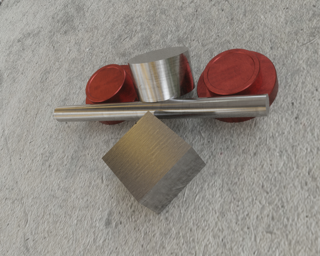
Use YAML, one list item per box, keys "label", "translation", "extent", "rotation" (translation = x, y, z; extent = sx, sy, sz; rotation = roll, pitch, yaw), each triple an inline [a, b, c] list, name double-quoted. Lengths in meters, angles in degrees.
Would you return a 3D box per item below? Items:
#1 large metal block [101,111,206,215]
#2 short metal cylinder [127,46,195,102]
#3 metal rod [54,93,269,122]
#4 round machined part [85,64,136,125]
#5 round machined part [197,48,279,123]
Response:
- label: "large metal block"
  translation: [-0.008, 0.039, 0.366]
  extent: [0.080, 0.050, 0.080]
  rotation: [-46, 51, -4]
- label: "short metal cylinder"
  translation: [0.003, -0.072, 0.408]
  extent: [0.080, 0.050, 0.080]
  rotation: [-11, 23, 5]
- label: "metal rod"
  translation: [-0.018, -0.023, 0.401]
  extent: [0.300, 0.025, 0.025]
  rotation: [-1, 61, 27]
- label: "round machined part"
  translation: [-0.072, -0.057, 0.466]
  extent: [0.098, 0.042, 0.098]
  rotation: [-13, 56, 21]
- label: "round machined part"
  translation: [0.092, -0.058, 0.382]
  extent: [0.098, 0.042, 0.098]
  rotation: [-13, 56, 21]
